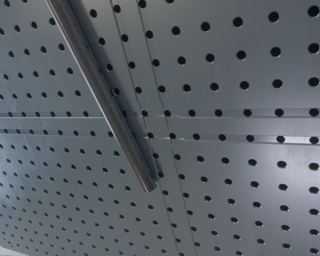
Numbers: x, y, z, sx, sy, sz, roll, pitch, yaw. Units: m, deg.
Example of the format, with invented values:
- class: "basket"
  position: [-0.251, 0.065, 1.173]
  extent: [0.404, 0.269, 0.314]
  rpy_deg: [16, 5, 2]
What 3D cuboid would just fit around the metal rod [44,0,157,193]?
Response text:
- class: "metal rod"
  position: [-0.074, -0.037, 0.428]
  extent: [0.025, 0.025, 0.299]
  rpy_deg: [-11, 113, 33]
